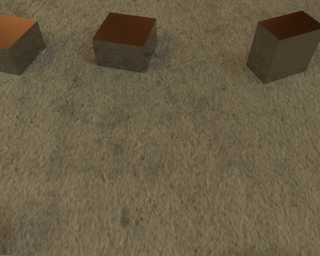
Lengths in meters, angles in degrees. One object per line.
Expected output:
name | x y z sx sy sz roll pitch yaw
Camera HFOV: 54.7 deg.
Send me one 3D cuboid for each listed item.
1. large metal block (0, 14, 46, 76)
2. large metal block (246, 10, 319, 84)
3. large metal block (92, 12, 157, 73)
large metal block | -0.247 -0.136 0.498 0.080 0.050 0.080 13 51 10
large metal block | 0.188 -0.123 0.473 0.081 0.080 0.050 -19 53 -15
large metal block | -0.054 -0.140 0.504 0.080 0.050 0.080 11 51 8
